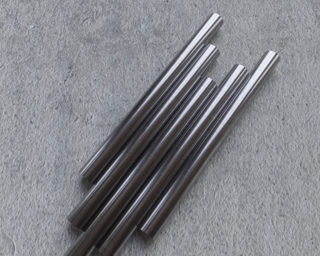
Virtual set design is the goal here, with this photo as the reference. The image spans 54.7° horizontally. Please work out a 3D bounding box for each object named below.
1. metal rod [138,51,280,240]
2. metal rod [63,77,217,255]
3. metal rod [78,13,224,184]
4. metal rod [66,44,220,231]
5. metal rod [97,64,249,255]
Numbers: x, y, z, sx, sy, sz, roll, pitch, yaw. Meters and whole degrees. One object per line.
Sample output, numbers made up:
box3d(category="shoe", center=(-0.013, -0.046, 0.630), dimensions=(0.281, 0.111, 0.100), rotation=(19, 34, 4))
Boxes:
box3d(category="metal rod", center=(0.073, 0.011, 0.406), dimensions=(0.025, 0.025, 0.300), rotation=(35, 73, 11))
box3d(category="metal rod", center=(-0.019, 0.050, 0.391), dimensions=(0.025, 0.025, 0.300), rotation=(35, 73, 11))
box3d(category="metal rod", center=(-0.003, -0.051, 0.428), dimensions=(0.025, 0.025, 0.300), rotation=(35, 73, 11))
box3d(category="metal rod", center=(-0.012, 0.001, 0.409), dimensions=(0.025, 0.025, 0.300), rotation=(35, 73, 11))
box3d(category="metal rod", center=(0.026, 0.032, 0.398), dimensions=(0.025, 0.025, 0.300), rotation=(35, 73, 11))
